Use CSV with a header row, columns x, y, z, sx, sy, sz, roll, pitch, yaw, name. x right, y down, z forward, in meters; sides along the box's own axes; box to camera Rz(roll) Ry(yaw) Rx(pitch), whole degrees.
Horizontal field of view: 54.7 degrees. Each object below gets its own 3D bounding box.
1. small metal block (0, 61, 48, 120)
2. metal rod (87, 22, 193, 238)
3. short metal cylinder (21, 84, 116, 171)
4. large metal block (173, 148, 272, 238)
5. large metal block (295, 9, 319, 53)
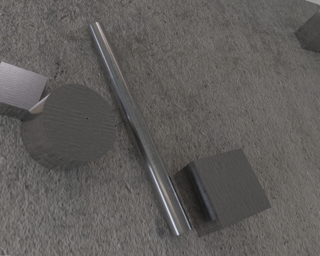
x,y,z,sx,sy,sz,roll,pitch,yaw,name
-0.158,-0.039,0.342,0.050,0.025,0.050,18,55,-18,small metal block
-0.033,-0.012,0.393,0.025,0.025,0.299,-12,68,-33,metal rod
-0.093,0.001,0.322,0.080,0.050,0.080,19,61,-39,short metal cylinder
0.075,0.077,0.381,0.081,0.050,0.080,-10,67,-32,large metal block
0.372,-0.218,0.701,0.081,0.080,0.050,5,60,-26,large metal block
